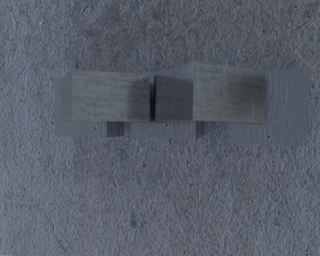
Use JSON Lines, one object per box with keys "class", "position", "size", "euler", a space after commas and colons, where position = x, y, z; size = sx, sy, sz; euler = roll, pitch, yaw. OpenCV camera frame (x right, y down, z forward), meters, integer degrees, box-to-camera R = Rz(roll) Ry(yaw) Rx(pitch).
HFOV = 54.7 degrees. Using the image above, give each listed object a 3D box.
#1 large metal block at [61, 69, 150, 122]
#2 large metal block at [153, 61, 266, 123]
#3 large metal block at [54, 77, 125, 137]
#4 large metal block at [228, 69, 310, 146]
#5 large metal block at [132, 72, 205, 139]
{"class": "large metal block", "position": [-0.065, -0.032, 0.349], "size": [0.081, 0.080, 0.050], "euler": [-1, 91, -26]}
{"class": "large metal block", "position": [0.047, -0.031, 0.313], "size": [0.080, 0.081, 0.050], "euler": [2, 90, 64]}
{"class": "large metal block", "position": [-0.097, -0.028, 0.430], "size": [0.080, 0.050, 0.079], "euler": [0, 90, 19]}
{"class": "large metal block", "position": [0.123, -0.022, 0.354], "size": [0.080, 0.050, 0.079], "euler": [2, 91, 19]}
{"class": "large metal block", "position": [0.012, -0.028, 0.392], "size": [0.080, 0.050, 0.079], "euler": [1, 90, 19]}
